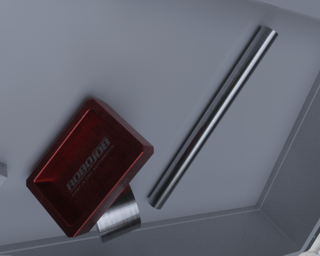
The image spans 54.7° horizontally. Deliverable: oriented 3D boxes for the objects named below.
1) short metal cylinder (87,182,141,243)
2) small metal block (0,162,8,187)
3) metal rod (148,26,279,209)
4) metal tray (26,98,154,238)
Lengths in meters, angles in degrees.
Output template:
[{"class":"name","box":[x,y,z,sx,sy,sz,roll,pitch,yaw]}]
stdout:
[{"class":"short metal cylinder","box":[-0.063,0.101,0.402,0.050,0.080,0.079,-18,126,-19]},{"class":"small metal block","box":[-0.203,0.055,0.332,0.050,0.025,0.050,-49,129,6]},{"class":"metal rod","box":[0.069,-0.006,0.444,0.025,0.025,0.299,22,106,-37]},{"class":"metal tray","box":[-0.081,0.044,0.348,0.130,0.090,0.030,-51,160,7]}]
